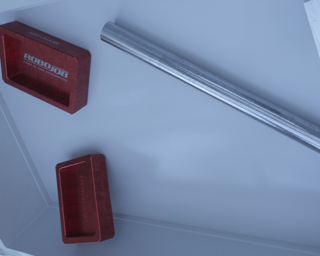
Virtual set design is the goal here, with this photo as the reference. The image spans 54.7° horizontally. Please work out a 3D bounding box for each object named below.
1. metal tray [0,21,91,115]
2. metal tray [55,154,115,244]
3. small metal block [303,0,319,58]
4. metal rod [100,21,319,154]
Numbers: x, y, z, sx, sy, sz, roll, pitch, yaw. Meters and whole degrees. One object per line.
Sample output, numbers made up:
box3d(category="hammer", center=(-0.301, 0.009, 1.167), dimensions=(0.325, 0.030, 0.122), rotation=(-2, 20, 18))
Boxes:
box3d(category="metal tray", center=(-0.163, -0.085, 0.436), dimensions=(0.130, 0.030, 0.089), rotation=(24, 127, 12))
box3d(category="metal tray", center=(-0.122, 0.113, 0.494), dimensions=(0.090, 0.030, 0.129), rotation=(-17, 76, 34))
box3d(category="small metal block", center=(0.143, -0.090, 0.261), dimensions=(0.025, 0.050, 0.050), rotation=(-14, 111, 34))
box3d(category="metal rod", center=(0.066, -0.043, 0.345), dimensions=(0.301, 0.025, 0.025), rotation=(29, 128, 9))
